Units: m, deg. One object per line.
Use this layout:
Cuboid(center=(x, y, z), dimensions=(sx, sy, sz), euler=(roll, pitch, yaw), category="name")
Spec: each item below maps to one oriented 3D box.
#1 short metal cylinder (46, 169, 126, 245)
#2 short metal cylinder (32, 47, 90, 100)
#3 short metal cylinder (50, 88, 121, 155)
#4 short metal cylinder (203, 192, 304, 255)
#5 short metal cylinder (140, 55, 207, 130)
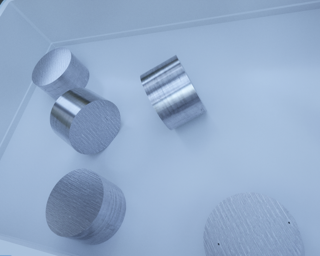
Cuboid(center=(-0.089, 0.096, 0.376), dimensions=(0.080, 0.050, 0.080), euler=(-13, 56, 20), category="short metal cylinder")
Cuboid(center=(-0.170, -0.091, 0.532), dimensions=(0.080, 0.050, 0.080), euler=(-13, 56, 20), category="short metal cylinder")
Cuboid(center=(-0.102, -0.010, 0.428), dimensions=(0.050, 0.080, 0.080), euler=(29, 78, 37), category="short metal cylinder")
Cuboid(center=(0.086, 0.105, 0.280), dimensions=(0.080, 0.050, 0.080), euler=(-13, 56, 20), category="short metal cylinder")
Cuboid(center=(0.018, -0.044, 0.387), dimensions=(0.050, 0.080, 0.080), euler=(-29, 52, 10), category="short metal cylinder")
